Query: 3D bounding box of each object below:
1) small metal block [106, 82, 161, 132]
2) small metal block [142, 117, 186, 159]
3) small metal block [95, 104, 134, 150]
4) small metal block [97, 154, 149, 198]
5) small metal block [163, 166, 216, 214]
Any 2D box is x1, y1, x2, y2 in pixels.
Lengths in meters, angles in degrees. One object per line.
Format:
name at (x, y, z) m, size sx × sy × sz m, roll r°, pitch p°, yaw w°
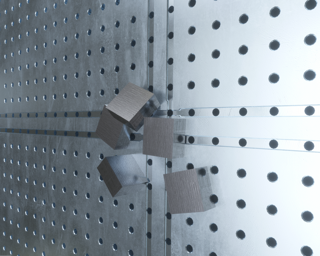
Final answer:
small metal block at (-0.037, -0.030, 0.425) m, size 0.050 × 0.025 × 0.050 m, roll 30°, pitch 72°, yaw 36°
small metal block at (0.005, 0.012, 0.406) m, size 0.050 × 0.025 × 0.050 m, roll 4°, pitch 93°, yaw 40°
small metal block at (-0.066, -0.002, 0.466) m, size 0.050 × 0.025 × 0.050 m, roll 34°, pitch 111°, yaw 35°
small metal block at (-0.053, 0.066, 0.438) m, size 0.025 × 0.050 × 0.050 m, roll -50°, pitch 61°, yaw 29°
small metal block at (0.035, 0.077, 0.381) m, size 0.050 × 0.025 × 0.050 m, roll -17°, pitch 79°, yaw 38°
